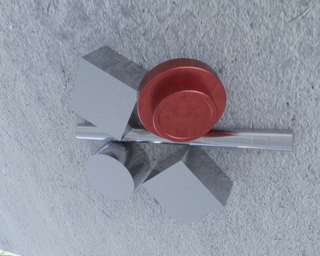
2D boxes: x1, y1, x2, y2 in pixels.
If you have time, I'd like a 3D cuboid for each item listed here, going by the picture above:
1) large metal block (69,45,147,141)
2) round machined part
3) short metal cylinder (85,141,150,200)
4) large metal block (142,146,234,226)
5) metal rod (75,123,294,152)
[{"bbox_3d":[-0.060,-0.044,0.392,0.080,0.050,0.079,32,128,7],"label":"large metal block"},{"bbox_3d":[0.024,-0.023,0.339,0.099,0.042,0.097,-4,129,-5],"label":"round machined part"},{"bbox_3d":[-0.062,0.059,0.459,0.080,0.050,0.079,13,124,20],"label":"short metal cylinder"},{"bbox_3d":[0.037,0.075,0.418,0.080,0.050,0.080,48,129,-6],"label":"large metal block"},{"bbox_3d":[0.012,0.009,0.408,0.301,0.025,0.025,2,119,27],"label":"metal rod"}]
